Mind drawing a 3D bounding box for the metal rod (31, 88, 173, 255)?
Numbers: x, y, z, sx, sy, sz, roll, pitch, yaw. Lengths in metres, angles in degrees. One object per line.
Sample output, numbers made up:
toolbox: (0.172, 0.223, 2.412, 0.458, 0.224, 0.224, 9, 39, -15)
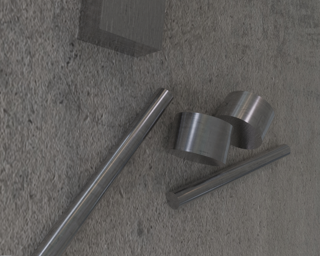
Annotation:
metal rod: (-0.071, 0.067, 0.345, 0.025, 0.025, 0.301, 50, 61, -29)

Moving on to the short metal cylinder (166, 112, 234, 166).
short metal cylinder: (0.053, 0.016, 0.413, 0.080, 0.080, 0.050, 25, 75, -37)

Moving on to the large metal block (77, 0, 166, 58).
large metal block: (-0.042, -0.134, 0.353, 0.081, 0.050, 0.080, 8, 85, -40)

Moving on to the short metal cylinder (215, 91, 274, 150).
short metal cylinder: (0.126, -0.011, 0.474, 0.080, 0.080, 0.050, 48, 61, -29)

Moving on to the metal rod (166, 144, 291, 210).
metal rod: (0.131, 0.071, 0.514, 0.302, 0.025, 0.025, -14, 99, -39)
